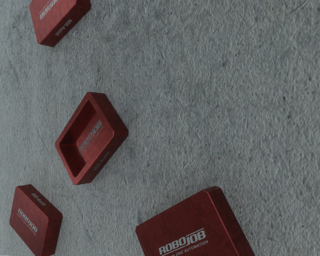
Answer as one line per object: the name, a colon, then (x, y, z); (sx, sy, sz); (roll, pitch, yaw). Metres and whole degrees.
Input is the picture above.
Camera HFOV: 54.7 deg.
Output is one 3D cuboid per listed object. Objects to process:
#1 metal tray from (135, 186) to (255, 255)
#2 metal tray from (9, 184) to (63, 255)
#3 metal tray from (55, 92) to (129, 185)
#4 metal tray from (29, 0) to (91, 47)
metal tray: (0.035, 0.138, 0.373); (0.130, 0.030, 0.090); (-38, 67, 33)
metal tray: (-0.245, 0.179, 0.604); (0.130, 0.030, 0.089); (25, 106, 37)
metal tray: (-0.113, 0.018, 0.495); (0.129, 0.030, 0.090); (-50, 61, 28)
metal tray: (-0.181, -0.217, 0.552); (0.130, 0.030, 0.090); (-28, 73, 36)
